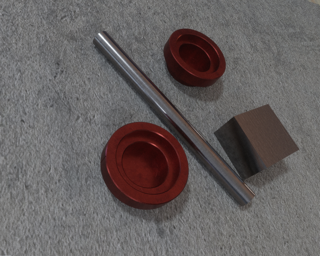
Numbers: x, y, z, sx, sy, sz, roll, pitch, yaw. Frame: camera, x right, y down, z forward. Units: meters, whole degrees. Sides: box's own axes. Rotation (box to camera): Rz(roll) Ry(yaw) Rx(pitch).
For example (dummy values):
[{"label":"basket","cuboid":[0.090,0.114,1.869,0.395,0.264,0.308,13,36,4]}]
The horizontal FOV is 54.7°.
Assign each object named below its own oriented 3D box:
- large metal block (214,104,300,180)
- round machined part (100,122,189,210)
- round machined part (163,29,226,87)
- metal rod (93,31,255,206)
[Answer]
[{"label":"large metal block","cuboid":[0.140,0.019,0.451,0.081,0.050,0.080,-18,72,-35]},{"label":"round machined part","cuboid":[-0.020,0.045,0.354,0.099,0.042,0.098,14,56,-21]},{"label":"round machined part","cuboid":[0.050,-0.104,0.483,0.099,0.042,0.098,14,56,-21]},{"label":"metal rod","cuboid":[0.016,-0.016,0.421,0.300,0.025,0.025,48,51,5]}]
